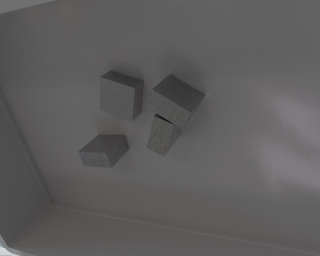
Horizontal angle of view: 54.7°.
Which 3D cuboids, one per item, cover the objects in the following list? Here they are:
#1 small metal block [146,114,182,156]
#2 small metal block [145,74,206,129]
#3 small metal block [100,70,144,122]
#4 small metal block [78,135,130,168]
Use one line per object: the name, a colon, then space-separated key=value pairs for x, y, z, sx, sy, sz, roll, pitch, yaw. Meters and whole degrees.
small metal block: x=0.010 y=-0.001 z=0.386 sx=0.025 sy=0.050 sz=0.050 roll=24 pitch=127 yaw=13
small metal block: x=0.019 y=-0.032 z=0.363 sx=0.050 sy=0.050 sz=0.025 roll=32 pitch=129 yaw=7
small metal block: x=-0.051 y=-0.043 z=0.409 sx=0.050 sy=0.025 sz=0.050 roll=19 pitch=126 yaw=17
small metal block: x=-0.082 y=0.033 z=0.456 sx=0.050 sy=0.050 sz=0.025 roll=0 pitch=118 yaw=28
